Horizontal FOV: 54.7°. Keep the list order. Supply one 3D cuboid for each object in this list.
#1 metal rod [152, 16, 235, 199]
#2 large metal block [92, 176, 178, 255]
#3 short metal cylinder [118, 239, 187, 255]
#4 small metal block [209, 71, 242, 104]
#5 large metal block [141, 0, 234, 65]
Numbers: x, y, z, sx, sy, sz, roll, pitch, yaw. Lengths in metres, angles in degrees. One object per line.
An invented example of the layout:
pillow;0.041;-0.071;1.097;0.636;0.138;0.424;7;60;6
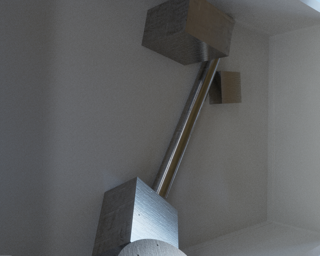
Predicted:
metal rod;0.054;-0.042;0.453;0.025;0.025;0.300;36;68;-35
large metal block;-0.023;0.116;0.349;0.080;0.050;0.080;46;27;-30
short metal cylinder;-0.008;0.146;0.269;0.081;0.080;0.050;1;123;-40
small metal block;0.105;-0.064;0.497;0.050;0.025;0.050;-6;94;-40
large metal block;0.036;-0.124;0.403;0.081;0.080;0.050;15;81;-39
